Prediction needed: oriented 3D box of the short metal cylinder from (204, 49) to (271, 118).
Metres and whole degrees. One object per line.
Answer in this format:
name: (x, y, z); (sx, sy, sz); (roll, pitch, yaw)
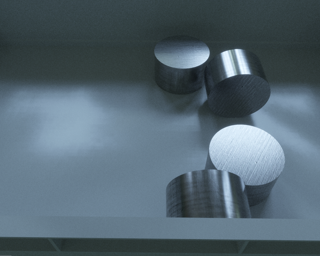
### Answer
short metal cylinder: (0.102, -0.059, 0.419); (0.081, 0.080, 0.050); (-1, 50, -1)

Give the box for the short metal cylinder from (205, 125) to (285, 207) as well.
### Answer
short metal cylinder: (0.094, 0.043, 0.353); (0.080, 0.050, 0.080); (0, 50, 0)

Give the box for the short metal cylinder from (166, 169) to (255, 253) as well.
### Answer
short metal cylinder: (0.046, 0.083, 0.300); (0.081, 0.080, 0.050); (0, 50, 0)

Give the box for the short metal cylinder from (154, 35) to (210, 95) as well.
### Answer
short metal cylinder: (0.032, -0.096, 0.470); (0.080, 0.050, 0.080); (0, 50, 0)
